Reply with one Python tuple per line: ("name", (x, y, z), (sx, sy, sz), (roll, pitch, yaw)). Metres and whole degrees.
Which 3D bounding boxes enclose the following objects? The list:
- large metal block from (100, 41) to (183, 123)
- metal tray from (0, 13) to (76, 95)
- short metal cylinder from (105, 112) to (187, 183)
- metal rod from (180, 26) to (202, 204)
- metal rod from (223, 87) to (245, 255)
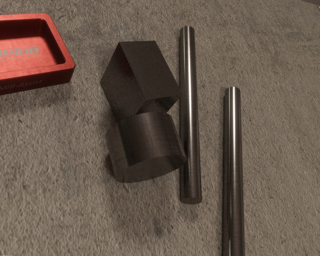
("large metal block", (-0.027, -0.050, 0.386), (0.050, 0.080, 0.080), (-13, 69, -34))
("metal tray", (-0.177, -0.086, 0.357), (0.131, 0.030, 0.090), (-19, 72, -36))
("short metal cylinder", (-0.016, 0.024, 0.347), (0.081, 0.080, 0.050), (-4, 64, -30))
("metal rod", (0.042, -0.039, 0.451), (0.025, 0.025, 0.299), (15, 55, -20))
("metal rod", (0.100, 0.063, 0.420), (0.025, 0.025, 0.300), (21, 54, -17))
